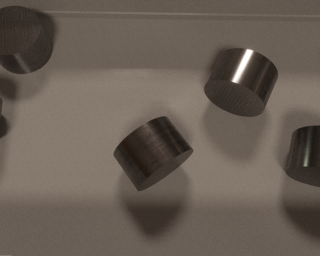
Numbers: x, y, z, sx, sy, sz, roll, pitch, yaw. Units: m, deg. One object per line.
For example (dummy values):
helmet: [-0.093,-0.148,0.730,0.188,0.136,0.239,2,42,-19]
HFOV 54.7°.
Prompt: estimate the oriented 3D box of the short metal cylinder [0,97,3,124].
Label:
short metal cylinder: [-0.242,-0.015,0.383,0.081,0.080,0.050,-3,70,-2]

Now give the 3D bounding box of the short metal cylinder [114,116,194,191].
short metal cylinder: [-0.007,0.031,0.369,0.080,0.080,0.050,-34,74,-12]

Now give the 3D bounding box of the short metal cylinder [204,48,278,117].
short metal cylinder: [0.105,-0.057,0.403,0.080,0.080,0.050,25,72,8]

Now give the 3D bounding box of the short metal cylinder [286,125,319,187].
short metal cylinder: [0.197,0.037,0.370,0.080,0.080,0.050,16,71,5]

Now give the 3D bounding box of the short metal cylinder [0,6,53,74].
short metal cylinder: [-0.201,-0.124,0.439,0.081,0.050,0.080,0,70,0]
